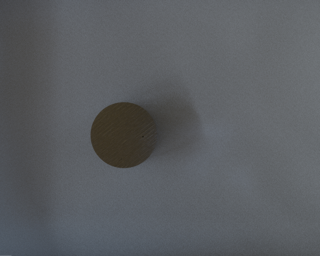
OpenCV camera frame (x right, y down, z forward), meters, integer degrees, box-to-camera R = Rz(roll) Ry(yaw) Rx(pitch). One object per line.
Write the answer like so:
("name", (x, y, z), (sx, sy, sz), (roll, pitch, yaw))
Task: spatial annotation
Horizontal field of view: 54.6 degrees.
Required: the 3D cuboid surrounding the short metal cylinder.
("short metal cylinder", (-0.043, 0.008, 0.399), (0.080, 0.050, 0.080), (0, 90, 0))
